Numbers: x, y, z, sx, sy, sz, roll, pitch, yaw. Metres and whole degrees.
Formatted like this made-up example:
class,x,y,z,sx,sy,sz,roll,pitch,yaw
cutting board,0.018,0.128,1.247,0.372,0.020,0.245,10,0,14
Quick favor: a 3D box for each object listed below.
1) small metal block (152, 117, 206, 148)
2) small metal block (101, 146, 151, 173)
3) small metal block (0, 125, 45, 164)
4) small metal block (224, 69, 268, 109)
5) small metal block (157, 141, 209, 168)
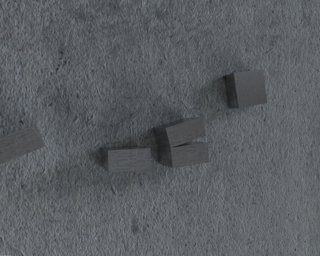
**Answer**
class,x,y,z,sx,sy,sz,roll,pitch,yaw
small metal block,0.024,0.005,0.404,0.050,0.050,0.025,-17,96,-19
small metal block,-0.043,0.037,0.380,0.050,0.050,0.025,-2,91,-20
small metal block,-0.156,0.017,0.338,0.050,0.050,0.025,-23,98,-19
small metal block,0.126,-0.057,0.455,0.050,0.025,0.050,-10,94,-20
small metal block,0.029,0.033,0.406,0.050,0.050,0.025,-7,93,-20
